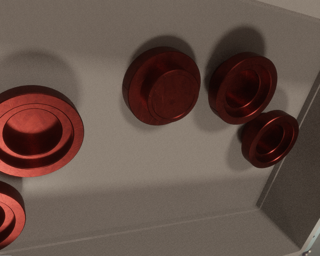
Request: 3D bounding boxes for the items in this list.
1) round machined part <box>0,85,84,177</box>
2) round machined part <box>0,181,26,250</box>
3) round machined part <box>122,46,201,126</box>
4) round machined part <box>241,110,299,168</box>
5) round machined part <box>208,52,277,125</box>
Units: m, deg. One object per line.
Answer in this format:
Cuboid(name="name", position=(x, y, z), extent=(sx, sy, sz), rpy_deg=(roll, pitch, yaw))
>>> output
Cuboid(name="round machined part", position=(-0.134, 0.000, 0.325), extent=(0.099, 0.042, 0.097), rpy_deg=(-14, 125, -21))
Cuboid(name="round machined part", position=(-0.205, 0.094, 0.345), extent=(0.099, 0.042, 0.097), rpy_deg=(-14, 125, -21))
Cuboid(name="round machined part", position=(0.008, -0.045, 0.375), extent=(0.099, 0.042, 0.097), rpy_deg=(-14, 125, -21))
Cuboid(name="round machined part", position=(0.172, 0.014, 0.503), extent=(0.099, 0.042, 0.097), rpy_deg=(-14, 125, -21))
Cuboid(name="round machined part", position=(0.107, -0.057, 0.423), extent=(0.099, 0.042, 0.097), rpy_deg=(-14, 125, -21))
